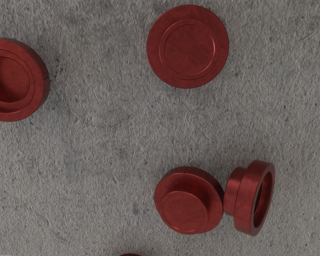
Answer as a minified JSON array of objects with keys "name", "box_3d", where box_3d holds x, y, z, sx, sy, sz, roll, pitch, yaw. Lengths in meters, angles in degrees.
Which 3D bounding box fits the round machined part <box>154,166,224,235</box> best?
[{"name":"round machined part","box_3d":[0.037,0.105,0.424,0.098,0.042,0.097,7,113,18]}]

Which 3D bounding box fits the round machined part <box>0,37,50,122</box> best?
[{"name":"round machined part","box_3d":[-0.183,-0.060,0.377,0.099,0.042,0.097,0,110,0]}]

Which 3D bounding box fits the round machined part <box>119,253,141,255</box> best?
[{"name":"round machined part","box_3d":[-0.048,0.239,0.488,0.099,0.042,0.097,0,110,0]}]

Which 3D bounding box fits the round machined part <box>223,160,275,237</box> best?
[{"name":"round machined part","box_3d":[0.118,0.090,0.415,0.042,0.099,0.097,12,114,33]}]

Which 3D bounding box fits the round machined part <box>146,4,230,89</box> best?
[{"name":"round machined part","box_3d":[0.033,-0.094,0.366,0.099,0.042,0.097,0,110,0]}]
